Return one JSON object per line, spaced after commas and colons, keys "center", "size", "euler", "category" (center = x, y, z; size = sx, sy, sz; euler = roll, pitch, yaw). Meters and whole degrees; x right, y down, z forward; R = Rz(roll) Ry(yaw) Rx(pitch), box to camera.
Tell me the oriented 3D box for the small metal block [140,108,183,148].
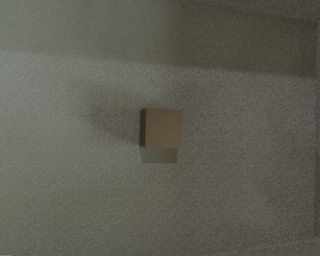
{"center": [0.002, 0.000, 0.407], "size": [0.050, 0.025, 0.050], "euler": [2, 90, -20], "category": "small metal block"}
